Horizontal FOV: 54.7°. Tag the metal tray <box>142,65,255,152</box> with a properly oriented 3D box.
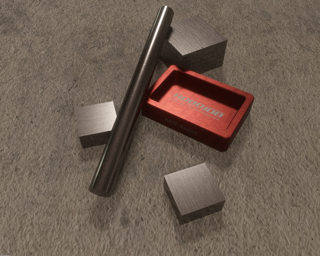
[{"bbox_3d":[0.051,-0.032,0.427,0.130,0.030,0.090,25,54,19],"label":"metal tray"}]

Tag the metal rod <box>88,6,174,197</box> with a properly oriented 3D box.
[{"bbox_3d":[-0.028,-0.055,0.407,0.025,0.025,0.300,11,60,9],"label":"metal rod"}]

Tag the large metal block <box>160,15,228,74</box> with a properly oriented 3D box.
[{"bbox_3d":[0.047,-0.129,0.496,0.081,0.050,0.080,-24,54,-19],"label":"large metal block"}]

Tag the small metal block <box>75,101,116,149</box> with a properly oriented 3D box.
[{"bbox_3d":[-0.081,-0.005,0.406,0.050,0.025,0.050,-11,51,-10],"label":"small metal block"}]

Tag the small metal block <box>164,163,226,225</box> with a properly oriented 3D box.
[{"bbox_3d":[0.037,0.072,0.343,0.050,0.025,0.050,-16,52,-13],"label":"small metal block"}]
